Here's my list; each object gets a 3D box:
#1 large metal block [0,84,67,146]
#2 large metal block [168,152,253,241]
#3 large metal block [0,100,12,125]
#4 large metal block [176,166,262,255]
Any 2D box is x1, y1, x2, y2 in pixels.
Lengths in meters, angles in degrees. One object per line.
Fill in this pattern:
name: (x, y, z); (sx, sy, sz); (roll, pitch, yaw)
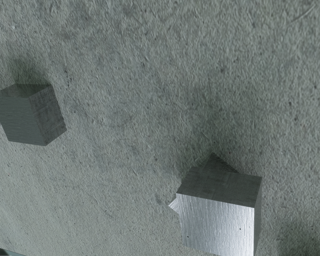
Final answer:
large metal block: (-0.204, -0.022, 0.485); (0.080, 0.050, 0.079); (5, 121, 25)
large metal block: (0.072, 0.093, 0.410); (0.080, 0.050, 0.080); (38, 129, 2)
large metal block: (-0.323, -0.030, 0.543); (0.080, 0.050, 0.080); (-32, 101, 38)
large metal block: (0.069, 0.096, 0.349); (0.080, 0.050, 0.079); (6, 121, 25)
